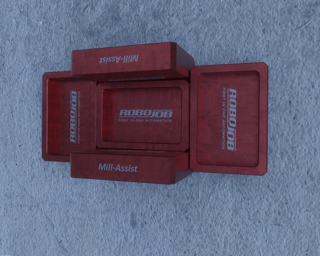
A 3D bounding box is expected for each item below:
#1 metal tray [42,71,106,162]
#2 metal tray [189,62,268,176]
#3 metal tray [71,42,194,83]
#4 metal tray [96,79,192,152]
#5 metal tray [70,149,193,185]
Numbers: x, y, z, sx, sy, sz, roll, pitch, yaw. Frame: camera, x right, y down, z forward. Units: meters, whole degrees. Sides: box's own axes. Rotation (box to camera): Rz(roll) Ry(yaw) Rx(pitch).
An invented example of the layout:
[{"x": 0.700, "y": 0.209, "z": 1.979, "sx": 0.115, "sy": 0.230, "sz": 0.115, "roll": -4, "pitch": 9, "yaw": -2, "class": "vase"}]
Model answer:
[{"x": -0.125, "y": -0.016, "z": 0.450, "sx": 0.090, "sy": 0.030, "sz": 0.129, "roll": 1, "pitch": 90, "yaw": 19, "class": "metal tray"}, {"x": 0.084, "y": -0.011, "z": 0.377, "sx": 0.090, "sy": 0.030, "sz": 0.129, "roll": 1, "pitch": 90, "yaw": 19, "class": "metal tray"}, {"x": -0.031, "y": -0.076, "z": 0.386, "sx": 0.130, "sy": 0.090, "sz": 0.030, "roll": 0, "pitch": 90, "yaw": 19, "class": "metal tray"}, {"x": -0.021, "y": -0.016, "z": 0.414, "sx": 0.130, "sy": 0.030, "sz": 0.089, "roll": 1, "pitch": 90, "yaw": 19, "class": "metal tray"}, {"x": -0.032, "y": 0.044, "z": 0.384, "sx": 0.130, "sy": 0.090, "sz": 0.030, "roll": 0, "pitch": 90, "yaw": 19, "class": "metal tray"}]
